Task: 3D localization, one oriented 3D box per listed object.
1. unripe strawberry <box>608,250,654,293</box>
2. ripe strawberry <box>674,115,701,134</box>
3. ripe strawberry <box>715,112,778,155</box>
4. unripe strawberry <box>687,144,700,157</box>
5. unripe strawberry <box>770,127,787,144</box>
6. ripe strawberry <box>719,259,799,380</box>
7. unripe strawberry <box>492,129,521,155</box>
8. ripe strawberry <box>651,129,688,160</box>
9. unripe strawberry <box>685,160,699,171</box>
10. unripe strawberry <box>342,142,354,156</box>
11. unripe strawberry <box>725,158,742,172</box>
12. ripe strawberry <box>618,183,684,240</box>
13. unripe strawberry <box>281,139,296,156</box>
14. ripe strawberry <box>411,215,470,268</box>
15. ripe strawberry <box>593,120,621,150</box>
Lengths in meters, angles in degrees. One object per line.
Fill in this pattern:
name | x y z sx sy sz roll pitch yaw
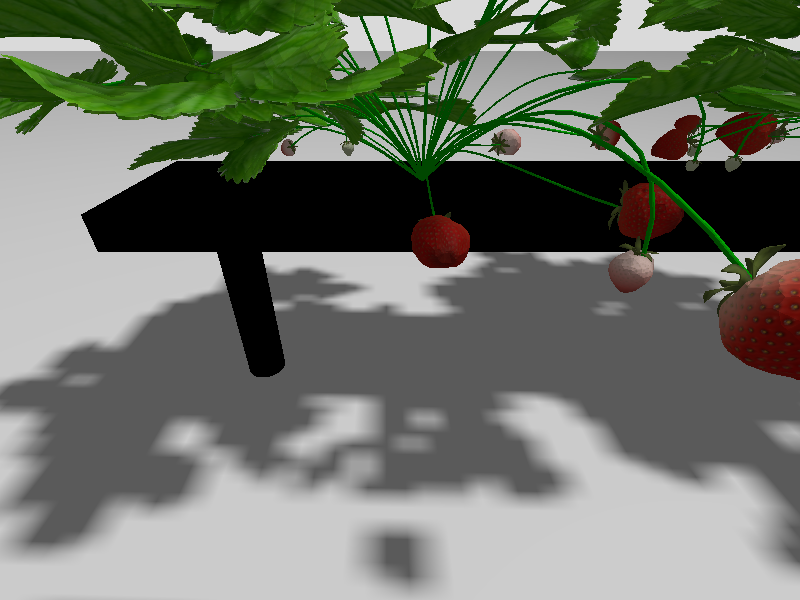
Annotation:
unripe strawberry | 0.113 -0.014 0.196 0.022 0.022 0.019 -16 37 -23
ripe strawberry | 0.362 -0.221 0.505 0.027 0.023 0.027 -17 37 -24
ripe strawberry | 0.364 -0.178 0.423 0.048 0.047 0.045 27 42 36
unripe strawberry | 0.304 -0.154 0.415 0.011 0.012 0.010 -36 8 41
unripe strawberry | 0.433 -0.189 0.463 0.020 0.017 0.020 -8 7 -12
ripe strawberry | 0.143 0.010 0.140 0.042 0.046 0.044 -16 -38 -23
unripe strawberry | 0.112 -0.164 0.415 0.031 0.026 0.031 -27 42 -35
ripe strawberry | 0.270 -0.154 0.401 0.032 0.031 0.029 -10 27 28
unripe strawberry | 0.261 -0.120 0.357 0.010 0.010 0.009 -2 33 -3
unripe strawberry | -0.053 -0.155 0.412 0.012 0.013 0.013 -27 42 -34
unripe strawberry | 0.273 -0.111 0.329 0.011 0.011 0.011 -2 33 -4
ripe strawberry | 0.148 -0.051 0.238 0.033 0.034 0.030 28 43 35
unripe strawberry | -0.116 -0.158 0.415 0.016 0.016 0.015 -2 27 37
ripe strawberry | 0.022 -0.029 0.209 0.032 0.027 0.032 0 34 -1
ripe strawberry | 0.226 -0.179 0.434 0.030 0.031 0.027 -16 37 -24
